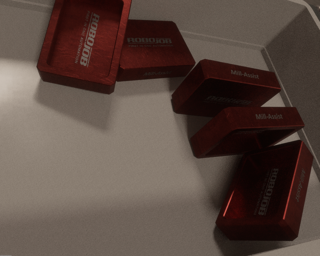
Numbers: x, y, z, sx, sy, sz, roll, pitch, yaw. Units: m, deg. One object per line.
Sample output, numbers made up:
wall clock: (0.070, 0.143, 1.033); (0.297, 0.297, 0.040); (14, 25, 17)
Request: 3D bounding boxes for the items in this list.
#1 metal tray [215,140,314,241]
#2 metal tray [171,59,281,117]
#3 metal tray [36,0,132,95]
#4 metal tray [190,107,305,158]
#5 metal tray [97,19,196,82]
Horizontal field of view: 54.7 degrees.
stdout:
metal tray: (0.132, 0.076, 0.387); (0.030, 0.090, 0.130); (50, 49, -17)
metal tray: (0.094, -0.051, 0.447); (0.131, 0.090, 0.030); (4, 60, -27)
metal tray: (-0.091, -0.114, 0.390); (0.091, 0.030, 0.130); (11, 73, -10)
metal tray: (0.119, 0.006, 0.426); (0.131, 0.090, 0.030); (-2, 63, -30)
metal tray: (-0.020, -0.119, 0.466); (0.131, 0.030, 0.090); (-11, 67, -33)
